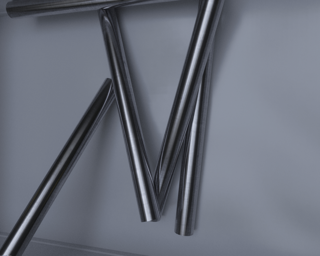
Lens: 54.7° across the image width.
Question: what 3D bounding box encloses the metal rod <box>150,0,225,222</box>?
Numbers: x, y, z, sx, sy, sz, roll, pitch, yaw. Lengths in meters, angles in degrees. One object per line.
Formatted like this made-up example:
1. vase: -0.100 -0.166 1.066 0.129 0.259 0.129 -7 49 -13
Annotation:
1. metal rod: 0.026 -0.021 0.376 0.025 0.025 0.298 20 105 18

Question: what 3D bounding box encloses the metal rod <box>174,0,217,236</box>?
1. metal rod: 0.046 -0.014 0.393 0.025 0.025 0.298 7 92 19

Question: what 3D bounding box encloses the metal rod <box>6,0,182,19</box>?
1. metal rod: -0.073 -0.170 0.407 0.301 0.025 0.025 1 90 18

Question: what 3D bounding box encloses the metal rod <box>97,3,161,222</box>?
1. metal rod: -0.044 -0.031 0.407 0.025 0.025 0.299 -17 78 19

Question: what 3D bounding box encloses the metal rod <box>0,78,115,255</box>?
1. metal rod: -0.131 0.064 0.389 0.025 0.025 0.300 21 71 18
